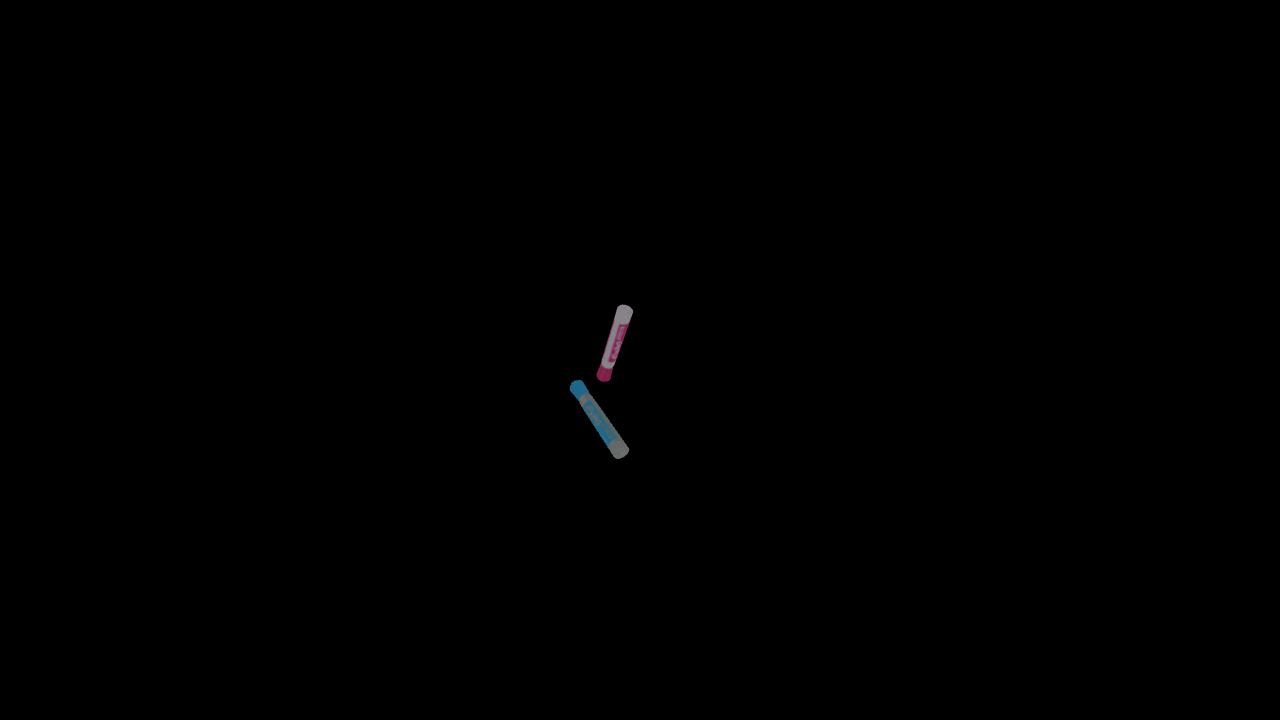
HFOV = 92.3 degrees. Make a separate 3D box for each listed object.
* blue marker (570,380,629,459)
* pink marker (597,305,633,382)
[{"bbox_3d":[-0.049,0.065,0.706,0.020,0.020,0.121,0,38,-38],"label":"blue marker"},{"bbox_3d":[-0.032,-0.016,0.741,0.020,0.020,0.121,0,-43,-21],"label":"pink marker"}]
